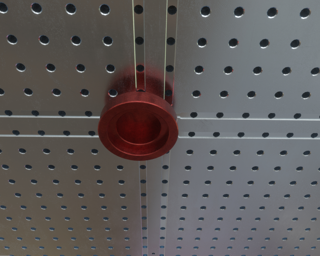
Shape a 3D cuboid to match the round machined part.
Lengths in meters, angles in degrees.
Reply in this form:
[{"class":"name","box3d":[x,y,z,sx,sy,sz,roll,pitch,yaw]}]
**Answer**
[{"class":"round machined part","box3d":[-0.027,-0.006,0.395,0.099,0.042,0.097,-1,130,0]}]
